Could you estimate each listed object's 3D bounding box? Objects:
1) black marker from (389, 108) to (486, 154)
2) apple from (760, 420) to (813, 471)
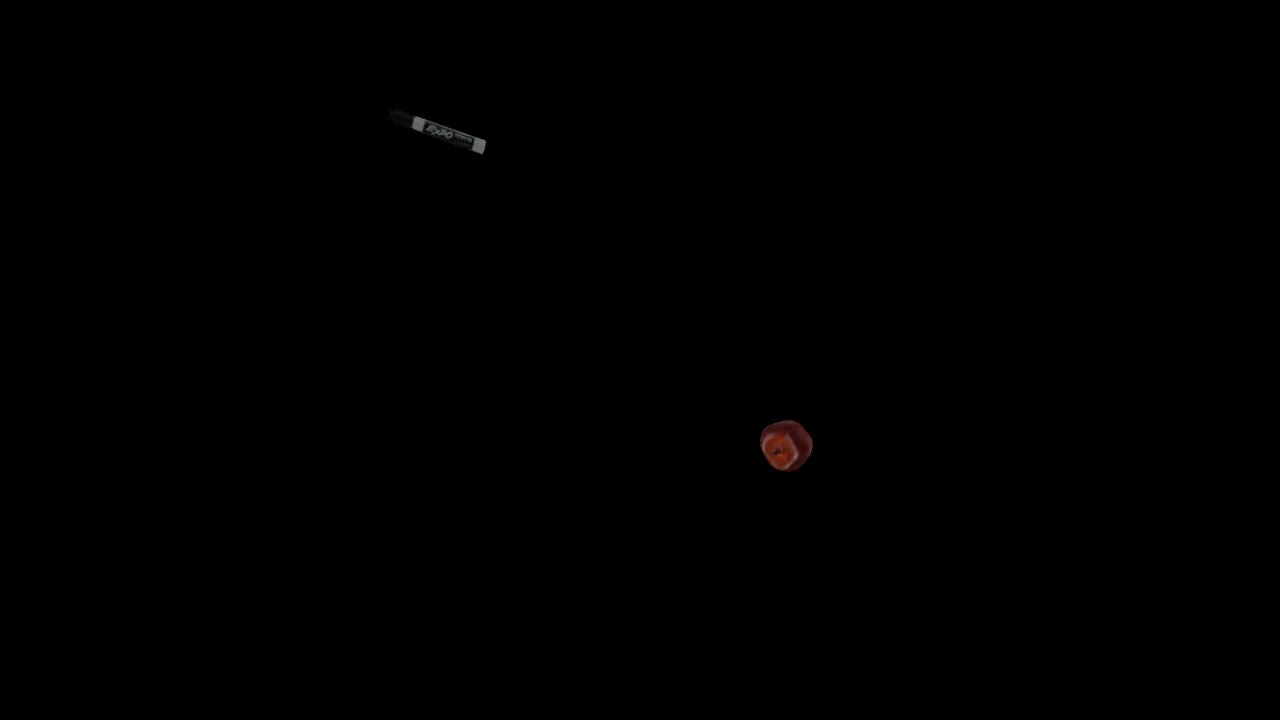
[{"bbox_3d":[-0.263,-0.298,0.802,0.121,0.020,0.020,13,-6,-25],"label":"black marker"},{"bbox_3d":[0.228,0.132,0.957,0.079,0.079,0.093,0,10,34],"label":"apple"}]
